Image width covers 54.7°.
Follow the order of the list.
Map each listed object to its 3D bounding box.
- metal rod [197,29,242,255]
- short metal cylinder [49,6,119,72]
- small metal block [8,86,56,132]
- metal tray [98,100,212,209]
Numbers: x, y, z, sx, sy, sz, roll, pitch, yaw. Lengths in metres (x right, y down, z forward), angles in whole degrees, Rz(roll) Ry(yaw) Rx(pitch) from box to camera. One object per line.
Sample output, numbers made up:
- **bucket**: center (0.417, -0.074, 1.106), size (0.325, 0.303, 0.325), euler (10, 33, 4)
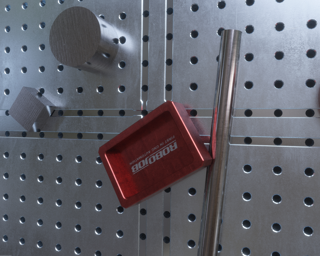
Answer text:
- **metal rod**: center (0.073, 0.031, 0.386), size (0.025, 0.025, 0.298), euler (7, 92, 19)
- **short metal cylinder**: center (-0.106, -0.122, 0.435), size (0.080, 0.050, 0.079), euler (0, 90, 19)
- **small metal block**: center (-0.199, -0.029, 0.481), size (0.050, 0.025, 0.050), euler (38, 102, 15)
- **metal tray**: center (-0.011, 0.035, 0.399), size (0.130, 0.030, 0.090), euler (-33, 73, 23)
